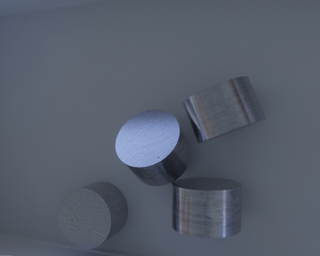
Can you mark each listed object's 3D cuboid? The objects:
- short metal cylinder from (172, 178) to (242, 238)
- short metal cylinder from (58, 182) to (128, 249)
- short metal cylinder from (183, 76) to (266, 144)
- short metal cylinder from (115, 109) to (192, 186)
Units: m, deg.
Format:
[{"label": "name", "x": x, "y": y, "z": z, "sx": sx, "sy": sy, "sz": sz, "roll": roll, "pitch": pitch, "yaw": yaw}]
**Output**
[{"label": "short metal cylinder", "x": 0.054, "y": 0.090, "z": 0.362, "sx": 0.080, "sy": 0.080, "sz": 0.050, "roll": 0, "pitch": 90, "yaw": 19}, {"label": "short metal cylinder", "x": -0.091, "y": 0.118, "z": 0.428, "sx": 0.080, "sy": 0.050, "sz": 0.079, "roll": 0, "pitch": 90, "yaw": 19}, {"label": "short metal cylinder", "x": 0.073, "y": -0.019, "z": 0.355, "sx": 0.080, "sy": 0.080, "sz": 0.050, "roll": -23, "pitch": 83, "yaw": 18}, {"label": "short metal cylinder", "x": -0.007, "y": 0.024, "z": 0.380, "sx": 0.080, "sy": 0.050, "sz": 0.080, "roll": -12, "pitch": 52, "yaw": 16}]
